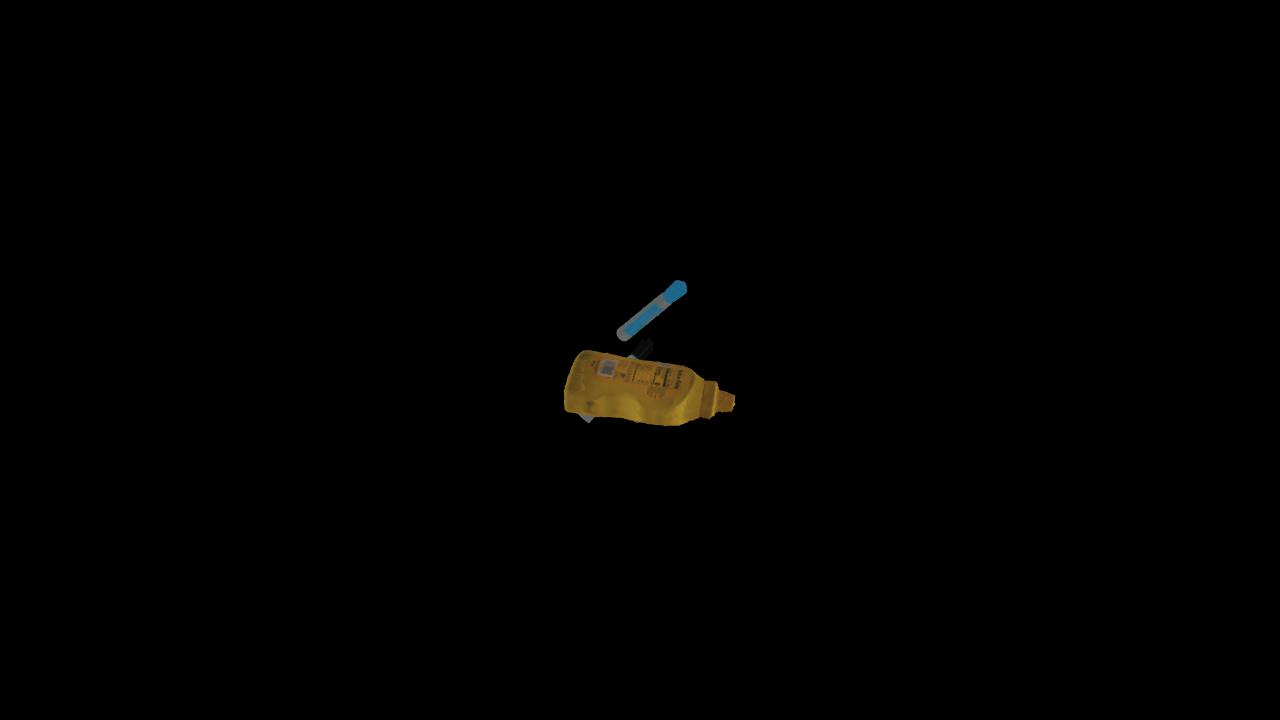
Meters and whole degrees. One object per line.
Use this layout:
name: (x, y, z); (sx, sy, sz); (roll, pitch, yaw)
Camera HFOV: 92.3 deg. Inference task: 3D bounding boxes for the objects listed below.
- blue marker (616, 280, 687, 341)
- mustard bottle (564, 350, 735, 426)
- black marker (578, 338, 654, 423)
blue marker: (0.013, -0.057, 0.718); (0.020, 0.020, 0.121); (0, -26, -40)
mustard bottle: (0.014, 0.035, 0.685); (0.184, 0.054, 0.092); (8, 29, 7)
black marker: (-0.026, 0.022, 0.712); (0.020, 0.121, 0.020); (40, -11, 9)
